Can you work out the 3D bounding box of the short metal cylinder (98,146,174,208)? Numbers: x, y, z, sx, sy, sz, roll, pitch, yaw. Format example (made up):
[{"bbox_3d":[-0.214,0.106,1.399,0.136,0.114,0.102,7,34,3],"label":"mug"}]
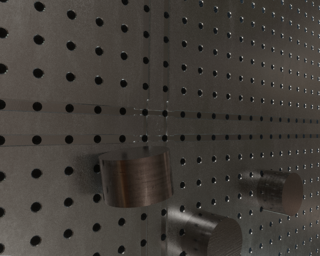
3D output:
[{"bbox_3d":[-0.026,0.052,0.353,0.081,0.080,0.050,-11,97,-40],"label":"short metal cylinder"}]

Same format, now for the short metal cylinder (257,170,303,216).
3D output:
[{"bbox_3d":[0.229,0.122,0.589,0.081,0.050,0.079,0,90,-40],"label":"short metal cylinder"}]

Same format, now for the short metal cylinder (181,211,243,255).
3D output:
[{"bbox_3d":[0.078,0.169,0.461,0.081,0.050,0.079,0,90,-40],"label":"short metal cylinder"}]
